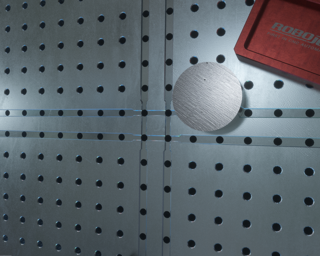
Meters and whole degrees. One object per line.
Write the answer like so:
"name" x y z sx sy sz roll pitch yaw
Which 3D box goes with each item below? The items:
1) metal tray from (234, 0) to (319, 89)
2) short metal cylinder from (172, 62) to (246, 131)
"metal tray" 0.163 -0.102 0.352 0.130 0.030 0.089 26 98 17
"short metal cylinder" 0.061 -0.036 0.377 0.080 0.050 0.079 0 90 19
